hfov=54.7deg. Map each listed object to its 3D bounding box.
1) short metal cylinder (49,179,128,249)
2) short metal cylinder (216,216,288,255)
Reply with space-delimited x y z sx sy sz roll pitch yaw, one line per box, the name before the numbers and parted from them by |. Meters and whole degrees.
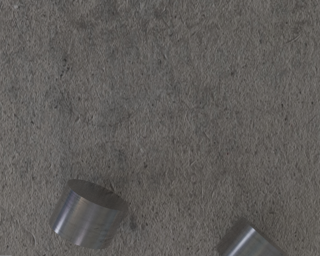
short metal cylinder | -0.087 0.104 0.382 0.080 0.080 0.050 26 90 0
short metal cylinder | 0.117 0.156 0.383 0.080 0.080 0.050 40 90 0
